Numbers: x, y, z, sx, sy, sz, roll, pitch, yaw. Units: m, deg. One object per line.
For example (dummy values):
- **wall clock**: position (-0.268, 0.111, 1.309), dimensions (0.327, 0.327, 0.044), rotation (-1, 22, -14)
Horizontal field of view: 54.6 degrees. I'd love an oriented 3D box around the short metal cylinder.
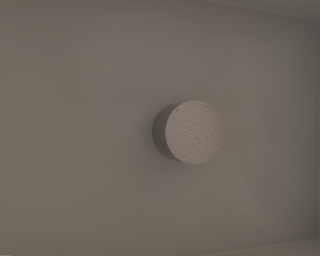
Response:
- **short metal cylinder**: position (0.036, 0.005, 0.410), dimensions (0.081, 0.050, 0.080), rotation (0, 90, -20)
